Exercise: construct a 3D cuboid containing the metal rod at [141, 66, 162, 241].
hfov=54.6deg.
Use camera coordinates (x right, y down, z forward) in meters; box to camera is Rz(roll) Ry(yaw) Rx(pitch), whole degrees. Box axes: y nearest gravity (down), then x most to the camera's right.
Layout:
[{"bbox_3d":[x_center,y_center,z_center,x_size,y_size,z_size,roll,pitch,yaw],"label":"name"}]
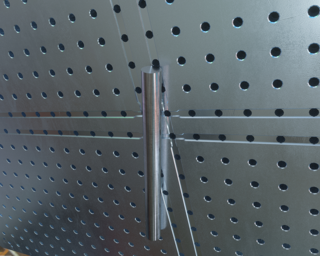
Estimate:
[{"bbox_3d":[-0.011,0.056,0.452,0.025,0.025,0.298,14,124,21],"label":"metal rod"}]
